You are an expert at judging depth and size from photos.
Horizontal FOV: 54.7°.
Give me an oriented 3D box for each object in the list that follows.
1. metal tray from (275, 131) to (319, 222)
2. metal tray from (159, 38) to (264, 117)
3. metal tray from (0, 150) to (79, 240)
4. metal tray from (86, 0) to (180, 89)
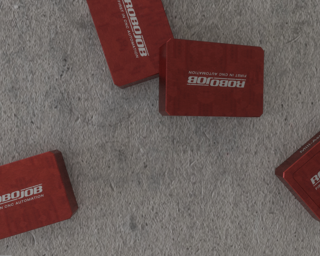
[{"bbox_3d":[0.232,0.051,0.409,0.130,0.030,0.090,-41,90,0],"label":"metal tray"},{"bbox_3d":[0.066,-0.059,0.389,0.131,0.030,0.089,0,91,-17],"label":"metal tray"},{"bbox_3d":[-0.185,0.089,0.406,0.131,0.030,0.090,-17,90,0],"label":"metal tray"},{"bbox_3d":[-0.034,-0.127,0.407,0.090,0.030,0.129,-18,90,0],"label":"metal tray"}]
